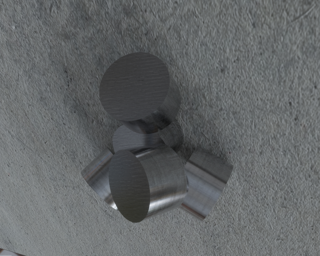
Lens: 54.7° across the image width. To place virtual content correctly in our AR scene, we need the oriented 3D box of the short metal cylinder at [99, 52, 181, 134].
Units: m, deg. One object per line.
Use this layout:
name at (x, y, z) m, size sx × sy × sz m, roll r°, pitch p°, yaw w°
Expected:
short metal cylinder at (-0.021, -0.038, 0.352) m, size 0.080 × 0.080 × 0.050 m, roll 13°, pitch 167°, yaw 21°

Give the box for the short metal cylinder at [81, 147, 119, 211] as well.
short metal cylinder at (-0.066, 0.072, 0.445) m, size 0.080 × 0.050 × 0.080 m, roll 44°, pitch 174°, yaw 7°

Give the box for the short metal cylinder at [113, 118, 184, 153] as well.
short metal cylinder at (-0.015, 0.018, 0.410) m, size 0.080 × 0.050 × 0.079 m, roll 13°, pitch 123°, yaw 21°

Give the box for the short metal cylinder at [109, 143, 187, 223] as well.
short metal cylinder at (-0.016, 0.060, 0.351) m, size 0.080 × 0.050 × 0.079 m, roll 11°, pitch 105°, yaw 49°

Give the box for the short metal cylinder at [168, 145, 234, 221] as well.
short metal cylinder at (0.049, 0.068, 0.389) m, size 0.050 × 0.080 × 0.079 m, roll 30°, pitch 128°, yaw 8°
